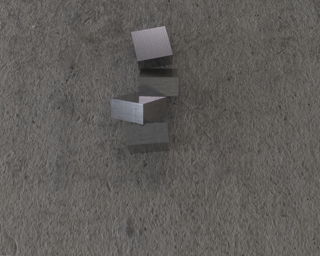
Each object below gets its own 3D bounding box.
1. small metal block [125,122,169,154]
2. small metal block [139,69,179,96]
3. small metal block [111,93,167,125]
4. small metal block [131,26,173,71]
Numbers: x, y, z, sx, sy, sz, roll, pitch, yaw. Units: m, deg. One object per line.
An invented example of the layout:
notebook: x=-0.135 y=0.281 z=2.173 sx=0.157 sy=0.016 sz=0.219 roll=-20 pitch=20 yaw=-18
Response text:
small metal block: x=-0.015 y=0.014 z=0.389 sx=0.050 sy=0.050 sz=0.025 roll=-4 pitch=74 yaw=-2
small metal block: x=-0.002 y=-0.062 z=0.415 sx=0.050 sy=0.050 sz=0.025 roll=0 pitch=113 yaw=0
small metal block: x=-0.026 y=-0.027 z=0.394 sx=0.050 sy=0.050 sz=0.025 roll=12 pitch=111 yaw=32
small metal block: x=-0.012 y=-0.116 z=0.450 sx=0.050 sy=0.025 sz=0.050 roll=-12 pitch=71 yaw=-5
